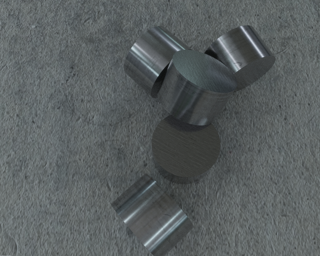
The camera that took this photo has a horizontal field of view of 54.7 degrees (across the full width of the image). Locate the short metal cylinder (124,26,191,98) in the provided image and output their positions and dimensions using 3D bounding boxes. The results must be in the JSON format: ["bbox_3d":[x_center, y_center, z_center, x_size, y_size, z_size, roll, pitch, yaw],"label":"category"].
[{"bbox_3d":[-0.001,-0.086,0.410,0.050,0.080,0.080,43,76,14],"label":"short metal cylinder"}]

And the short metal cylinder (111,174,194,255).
[{"bbox_3d":[-0.009,0.097,0.343,0.050,0.080,0.080,-41,75,-13],"label":"short metal cylinder"}]

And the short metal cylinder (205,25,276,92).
[{"bbox_3d":[0.104,-0.089,0.412,0.080,0.080,0.050,-25,72,-9],"label":"short metal cylinder"}]

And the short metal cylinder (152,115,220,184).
[{"bbox_3d":[0.030,0.026,0.385,0.081,0.050,0.080,0,70,0],"label":"short metal cylinder"}]

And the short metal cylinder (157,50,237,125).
[{"bbox_3d":[0.043,-0.049,0.368,0.081,0.050,0.080,15,41,-13],"label":"short metal cylinder"}]
